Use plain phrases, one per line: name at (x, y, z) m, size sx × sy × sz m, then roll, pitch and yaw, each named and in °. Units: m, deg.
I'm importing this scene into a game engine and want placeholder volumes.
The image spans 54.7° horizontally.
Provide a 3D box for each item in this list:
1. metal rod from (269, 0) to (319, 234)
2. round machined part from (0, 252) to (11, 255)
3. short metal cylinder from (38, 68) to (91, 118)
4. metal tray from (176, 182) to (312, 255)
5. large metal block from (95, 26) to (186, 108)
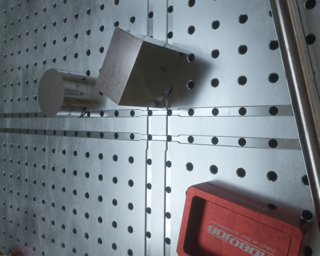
metal rod at (0.137, -0.034, 0.295) m, size 0.025 × 0.025 × 0.298 m, roll -15°, pitch 80°, yaw 39°
round machined part at (-0.356, 0.326, 0.693) m, size 0.098 × 0.042 × 0.097 m, roll 0°, pitch 90°, yaw 40°
short metal cylinder at (-0.164, -0.058, 0.529) m, size 0.080 × 0.050 × 0.080 m, roll 0°, pitch 90°, yaw 40°
metal tray at (0.084, 0.122, 0.336) m, size 0.130 × 0.030 × 0.089 m, roll 16°, pitch 100°, yaw 39°
large metal block at (-0.024, -0.073, 0.394) m, size 0.050 × 0.081 × 0.079 m, roll 37°, pitch 113°, yaw 34°
